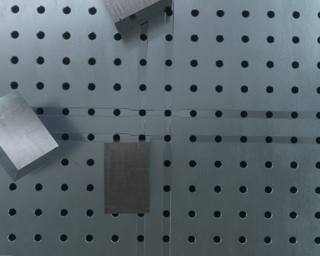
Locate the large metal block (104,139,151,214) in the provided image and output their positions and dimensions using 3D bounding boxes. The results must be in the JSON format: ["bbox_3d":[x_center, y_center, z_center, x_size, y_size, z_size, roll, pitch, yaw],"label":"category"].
[{"bbox_3d":[-0.037,0.056,0.385,0.050,0.080,0.079,-1,90,0],"label":"large metal block"}]

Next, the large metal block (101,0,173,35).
[{"bbox_3d":[-0.038,-0.181,0.400,0.080,0.050,0.080,-27,90,0],"label":"large metal block"}]

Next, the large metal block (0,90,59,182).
[{"bbox_3d":[-0.175,0.013,0.376,0.050,0.080,0.080,-36,91,-33],"label":"large metal block"}]
